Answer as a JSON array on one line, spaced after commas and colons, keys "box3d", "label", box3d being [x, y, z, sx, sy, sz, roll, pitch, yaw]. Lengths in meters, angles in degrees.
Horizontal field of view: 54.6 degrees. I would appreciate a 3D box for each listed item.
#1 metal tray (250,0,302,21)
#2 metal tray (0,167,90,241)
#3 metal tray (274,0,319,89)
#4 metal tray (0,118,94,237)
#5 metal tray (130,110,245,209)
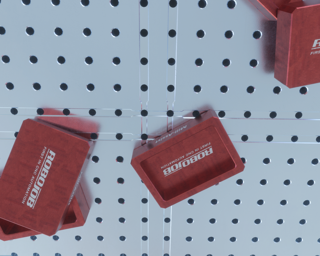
[{"box3d": [0.144, -0.197, 0.339, 0.090, 0.030, 0.130, 38, 106, -13], "label": "metal tray"}, {"box3d": [-0.180, 0.108, 0.448, 0.131, 0.030, 0.090, -12, 110, 4], "label": "metal tray"}, {"box3d": [0.201, -0.103, 0.356, 0.131, 0.030, 0.089, -12, 120, -6], "label": "metal tray"}, {"box3d": [-0.153, 0.063, 0.406, 0.090, 0.030, 0.130, 22, 89, -1], "label": "metal tray"}, {"box3d": [0.037, 0.045, 0.427, 0.130, 0.030, 0.090, -28, 108, 10], "label": "metal tray"}]
